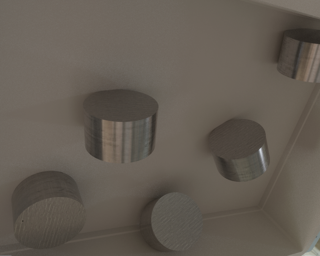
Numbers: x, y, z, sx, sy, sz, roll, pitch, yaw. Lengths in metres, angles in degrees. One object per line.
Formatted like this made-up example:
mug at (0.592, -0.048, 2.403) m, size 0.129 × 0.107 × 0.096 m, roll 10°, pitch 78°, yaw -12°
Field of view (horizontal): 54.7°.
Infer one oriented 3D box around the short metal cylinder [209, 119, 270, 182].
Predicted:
short metal cylinder at (0.117, 0.032, 0.457) m, size 0.080 × 0.080 × 0.050 m, roll -31°, pitch 129°, yaw -8°

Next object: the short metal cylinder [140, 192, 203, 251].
short metal cylinder at (0.016, 0.140, 0.460) m, size 0.081 × 0.080 × 0.050 m, roll -6°, pitch 161°, yaw -26°

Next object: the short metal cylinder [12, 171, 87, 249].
short metal cylinder at (-0.136, 0.100, 0.380) m, size 0.081 × 0.050 × 0.079 m, roll -14°, pitch 124°, yaw -21°

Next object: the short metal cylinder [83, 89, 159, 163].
short metal cylinder at (-0.044, -0.004, 0.346) m, size 0.081 × 0.080 × 0.050 m, roll -9°, pitch 123°, yaw -24°

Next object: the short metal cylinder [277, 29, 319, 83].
short metal cylinder at (0.207, -0.101, 0.423) m, size 0.081 × 0.080 × 0.050 m, roll -13°, pitch 124°, yaw -22°
